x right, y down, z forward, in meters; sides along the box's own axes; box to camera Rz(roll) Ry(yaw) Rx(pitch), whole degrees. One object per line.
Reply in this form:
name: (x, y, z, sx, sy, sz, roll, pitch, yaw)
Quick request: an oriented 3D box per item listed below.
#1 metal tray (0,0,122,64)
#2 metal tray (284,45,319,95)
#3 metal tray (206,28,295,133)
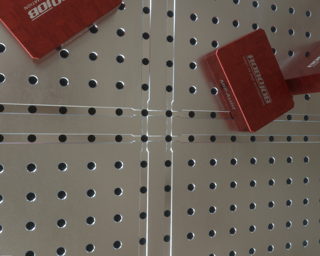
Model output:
metal tray: (-0.122, -0.149, 0.365, 0.130, 0.030, 0.090, -41, 103, -15)
metal tray: (0.260, -0.102, 0.473, 0.130, 0.090, 0.030, -39, 103, -16)
metal tray: (0.135, -0.069, 0.459, 0.090, 0.030, 0.130, -29, 100, -18)
